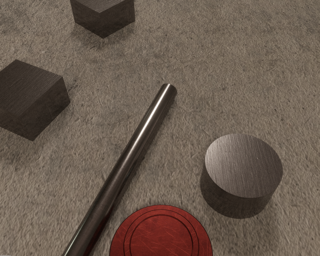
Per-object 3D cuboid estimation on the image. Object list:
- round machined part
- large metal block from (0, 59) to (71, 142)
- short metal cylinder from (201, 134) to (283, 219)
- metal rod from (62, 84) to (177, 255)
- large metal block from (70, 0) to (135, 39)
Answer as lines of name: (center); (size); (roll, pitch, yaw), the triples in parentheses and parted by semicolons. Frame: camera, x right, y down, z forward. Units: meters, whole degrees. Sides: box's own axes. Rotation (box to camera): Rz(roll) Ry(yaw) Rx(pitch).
round machined part: (0.001, 0.117, 0.294); (0.099, 0.042, 0.098); (0, 50, 0)
large metal block: (-0.183, -0.039, 0.418); (0.080, 0.050, 0.080); (21, 53, 16)
short metal cylinder: (0.088, 0.053, 0.344); (0.081, 0.050, 0.080); (0, 50, 0)
metal rod: (-0.043, 0.052, 0.359); (0.025, 0.025, 0.301); (17, 52, 14)
large metal block: (-0.104, -0.218, 0.569); (0.080, 0.050, 0.080); (35, 58, 25)
